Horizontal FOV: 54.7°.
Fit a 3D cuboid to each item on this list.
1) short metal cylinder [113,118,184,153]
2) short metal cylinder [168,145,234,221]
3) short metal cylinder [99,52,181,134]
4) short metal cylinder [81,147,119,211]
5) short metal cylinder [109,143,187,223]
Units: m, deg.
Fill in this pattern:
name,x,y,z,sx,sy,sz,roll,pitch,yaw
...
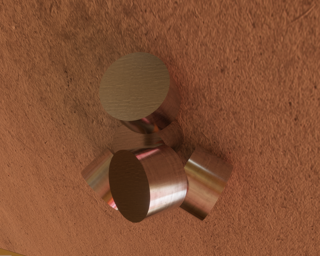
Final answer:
name,x,y,z,sx,sy,sz,roll,pitch,yaw
short metal cylinder,-0.015,0.018,0.410,0.080,0.050,0.079,13,123,21
short metal cylinder,0.049,0.068,0.389,0.050,0.080,0.079,30,128,8
short metal cylinder,-0.021,-0.038,0.352,0.080,0.080,0.050,13,167,21
short metal cylinder,-0.066,0.072,0.445,0.080,0.050,0.080,44,174,7
short metal cylinder,-0.016,0.060,0.351,0.080,0.050,0.079,11,105,49
